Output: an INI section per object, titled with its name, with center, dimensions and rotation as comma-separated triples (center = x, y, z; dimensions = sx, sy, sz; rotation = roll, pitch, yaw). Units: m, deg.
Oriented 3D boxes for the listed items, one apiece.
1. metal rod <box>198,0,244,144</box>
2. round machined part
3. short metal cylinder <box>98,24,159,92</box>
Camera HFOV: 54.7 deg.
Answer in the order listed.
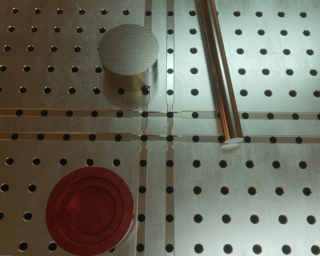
[metal rod]
center = 0.081, -0.123, 0.456
dimensions = 0.025, 0.025, 0.299
rotation = -6, 70, -2
[round machined part]
center = -0.079, 0.098, 0.366
dimensions = 0.099, 0.042, 0.098
rotation = 0, 70, 0
[short metal cylinder]
center = -0.041, -0.097, 0.433
dimensions = 0.081, 0.050, 0.080
rotation = 0, 70, 0
